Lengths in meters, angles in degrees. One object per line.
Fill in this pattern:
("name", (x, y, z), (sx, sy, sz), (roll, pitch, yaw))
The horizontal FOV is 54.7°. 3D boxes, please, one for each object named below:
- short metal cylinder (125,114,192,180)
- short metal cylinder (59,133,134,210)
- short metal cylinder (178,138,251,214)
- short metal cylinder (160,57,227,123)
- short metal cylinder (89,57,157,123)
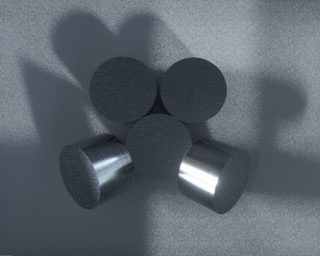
("short metal cylinder", (-0.002, 0.022, 0.396), (0.081, 0.050, 0.079), (0, 90, -1))
("short metal cylinder", (-0.077, 0.051, 0.376), (0.050, 0.080, 0.080), (-20, 91, -45))
("short metal cylinder", (0.067, 0.057, 0.377), (0.050, 0.080, 0.080), (21, 90, 39))
("short metal cylinder", (0.040, -0.046, 0.398), (0.081, 0.050, 0.079), (0, 90, -1))
("short metal cylinder", (-0.044, -0.046, 0.396), (0.081, 0.050, 0.079), (0, 90, -1))
